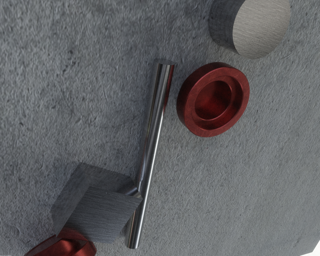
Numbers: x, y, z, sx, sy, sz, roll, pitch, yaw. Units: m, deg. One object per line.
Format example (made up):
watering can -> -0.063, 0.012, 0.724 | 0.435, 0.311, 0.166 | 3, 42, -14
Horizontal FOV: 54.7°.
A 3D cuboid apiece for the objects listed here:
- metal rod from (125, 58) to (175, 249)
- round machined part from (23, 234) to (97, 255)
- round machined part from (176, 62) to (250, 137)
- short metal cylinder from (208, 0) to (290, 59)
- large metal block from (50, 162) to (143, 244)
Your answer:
metal rod -> -0.019, 0.053, 0.428 | 0.025, 0.025, 0.298 | -4, 120, -27
round machined part -> -0.136, 0.167, 0.401 | 0.099, 0.098, 0.042 | -27, 91, -11
round machined part -> 0.065, -0.040, 0.407 | 0.099, 0.042, 0.097 | -14, 124, -21
short metal cylinder -> 0.105, -0.128, 0.369 | 0.081, 0.050, 0.079 | -14, 124, -21
large metal block -> -0.084, 0.100, 0.407 | 0.080, 0.050, 0.080 | 24, 105, -37
